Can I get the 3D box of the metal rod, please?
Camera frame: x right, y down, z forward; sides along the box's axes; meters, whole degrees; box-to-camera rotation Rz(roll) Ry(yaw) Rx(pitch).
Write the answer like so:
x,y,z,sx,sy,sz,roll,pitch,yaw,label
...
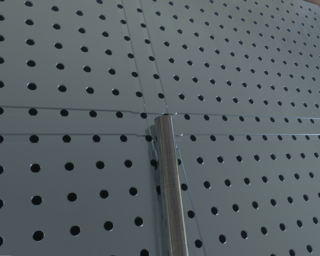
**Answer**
x,y,z,sx,sy,sz,roll,pitch,yaw,label
0.017,0.119,0.343,0.025,0.025,0.299,9,58,-24,metal rod
